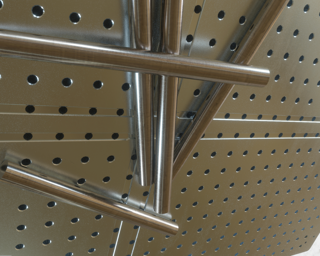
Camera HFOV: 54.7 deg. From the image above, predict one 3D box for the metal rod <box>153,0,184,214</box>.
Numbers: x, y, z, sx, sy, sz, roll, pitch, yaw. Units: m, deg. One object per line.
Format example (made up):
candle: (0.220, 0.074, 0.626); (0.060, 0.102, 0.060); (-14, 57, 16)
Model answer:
metal rod: (0.008, -0.016, 0.392); (0.025, 0.025, 0.298); (-10, 118, -24)

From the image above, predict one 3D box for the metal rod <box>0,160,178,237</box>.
metal rod: (-0.077, 0.110, 0.438); (0.301, 0.025, 0.025); (33, 100, -39)

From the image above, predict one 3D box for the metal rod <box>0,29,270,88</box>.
metal rod: (-0.017, -0.070, 0.327); (0.302, 0.025, 0.025); (3, 117, -19)

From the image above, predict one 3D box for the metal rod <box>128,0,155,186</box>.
metal rod: (-0.020, -0.051, 0.369); (0.025, 0.025, 0.298); (-14, 125, -21)

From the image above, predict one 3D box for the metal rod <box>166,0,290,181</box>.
metal rod: (0.081, -0.047, 0.428); (0.025, 0.025, 0.298); (20, 107, -36)
